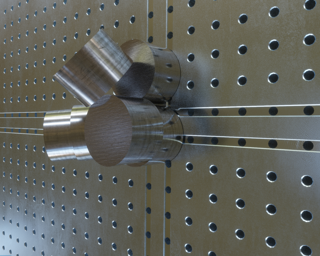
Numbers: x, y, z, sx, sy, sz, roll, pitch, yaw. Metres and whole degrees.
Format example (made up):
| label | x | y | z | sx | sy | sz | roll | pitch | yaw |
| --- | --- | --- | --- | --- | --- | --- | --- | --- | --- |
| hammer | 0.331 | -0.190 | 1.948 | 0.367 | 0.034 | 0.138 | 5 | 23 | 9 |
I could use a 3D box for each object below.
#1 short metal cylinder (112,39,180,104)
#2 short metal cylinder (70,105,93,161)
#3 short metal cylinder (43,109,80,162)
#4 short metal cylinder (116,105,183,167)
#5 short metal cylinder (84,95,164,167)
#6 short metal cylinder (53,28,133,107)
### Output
| label | x | y | z | sx | sy | sz | roll | pitch | yaw |
| --- | --- | --- | --- | --- | --- | --- | --- | --- | --- |
| short metal cylinder | -0.020 | -0.072 | 0.409 | 0.080 | 0.050 | 0.079 | 0 | 90 | 40 |
| short metal cylinder | -0.091 | 0.005 | 0.439 | 0.050 | 0.080 | 0.080 | -5 | 86 | -2 |
| short metal cylinder | -0.143 | 0.010 | 0.483 | 0.050 | 0.080 | 0.080 | -6 | 85 | -2 |
| short metal cylinder | -0.017 | 0.009 | 0.406 | 0.080 | 0.050 | 0.080 | 0 | 90 | 40 |
| short metal cylinder | -0.043 | 0.003 | 0.361 | 0.080 | 0.050 | 0.080 | 0 | 90 | 40 |
| short metal cylinder | -0.078 | -0.070 | 0.364 | 0.080 | 0.080 | 0.050 | -30 | 115 | 36 |
